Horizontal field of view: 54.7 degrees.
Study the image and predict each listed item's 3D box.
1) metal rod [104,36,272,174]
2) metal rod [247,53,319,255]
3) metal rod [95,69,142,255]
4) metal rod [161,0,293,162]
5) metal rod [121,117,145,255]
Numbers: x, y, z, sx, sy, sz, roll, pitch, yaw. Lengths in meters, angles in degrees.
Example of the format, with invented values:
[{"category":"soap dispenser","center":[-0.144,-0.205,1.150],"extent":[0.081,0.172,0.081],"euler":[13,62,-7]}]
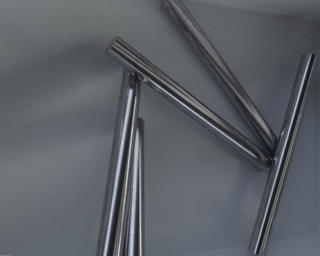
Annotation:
[{"category":"metal rod","center":[0.058,-0.016,0.410],"extent":[0.301,0.025,0.025],"euler":[34,79,-25]},{"category":"metal rod","center":[0.181,0.032,0.449],"extent":[0.025,0.025,0.299],"euler":[22,81,-19]},{"category":"metal rod","center":[-0.042,0.043,0.333],"extent":[0.025,0.025,0.299],"euler":[15,61,-19]},{"category":"metal rod","center":[0.103,-0.060,0.448],"extent":[0.025,0.025,0.300],"euler":[-43,104,-15]},{"category":"metal rod","center":[-0.028,0.116,0.316],"extent":[0.025,0.025,0.300],"euler":[12,53,-20]}]
